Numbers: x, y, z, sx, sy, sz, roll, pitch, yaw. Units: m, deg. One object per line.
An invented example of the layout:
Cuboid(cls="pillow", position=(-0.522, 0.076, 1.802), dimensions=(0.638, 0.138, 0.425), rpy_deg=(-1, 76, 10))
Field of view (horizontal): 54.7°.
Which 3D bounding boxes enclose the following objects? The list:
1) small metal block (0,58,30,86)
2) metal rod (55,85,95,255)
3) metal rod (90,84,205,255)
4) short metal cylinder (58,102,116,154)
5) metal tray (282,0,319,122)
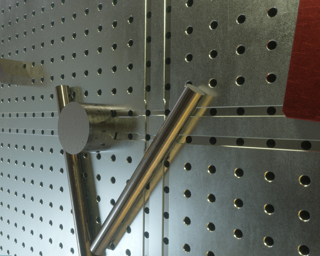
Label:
Cuboid(cls="small metal block", position=(-0.307, -0.116, 0.642), dimensions=(0.025, 0.050, 0.050), rpy_deg=(-50, 61, 28))
Cuboid(cls="metal rod", position=(-0.146, 0.073, 0.526), dimensions=(0.025, 0.025, 0.298), rpy_deg=(-18, 79, 38))
Cuboid(cls="metal rod", position=(-0.028, 0.072, 0.430), dimensions=(0.025, 0.025, 0.298), rpy_deg=(45, 117, 30))
Cuboid(cls="short metal cylinder", position=(-0.116, 0.000, 0.486), dimensions=(0.080, 0.050, 0.079), rpy_deg=(0, 90, 39))
Cuboid(cls="metal tray", position=(0.166, -0.067, 0.269), dimensions=(0.090, 0.030, 0.129), rpy_deg=(11, 97, 39))
